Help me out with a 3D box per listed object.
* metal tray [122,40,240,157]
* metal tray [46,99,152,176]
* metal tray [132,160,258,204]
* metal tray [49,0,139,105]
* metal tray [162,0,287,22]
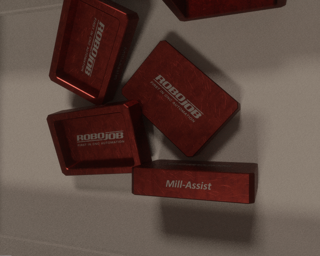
[{"bbox_3d":[0.025,-0.037,0.398,0.130,0.030,0.090,44,103,14],"label":"metal tray"},{"bbox_3d":[-0.083,0.016,0.417,0.130,0.030,0.089,-6,104,25],"label":"metal tray"},{"bbox_3d":[0.044,0.058,0.359,0.130,0.090,0.030,0,90,19],"label":"metal tray"},{"bbox_3d":[-0.091,-0.105,0.409,0.090,0.030,0.129,29,120,9],"label":"metal tray"},{"bbox_3d":[0.073,-0.158,0.349,0.130,0.090,0.030,-2,90,19],"label":"metal tray"}]
